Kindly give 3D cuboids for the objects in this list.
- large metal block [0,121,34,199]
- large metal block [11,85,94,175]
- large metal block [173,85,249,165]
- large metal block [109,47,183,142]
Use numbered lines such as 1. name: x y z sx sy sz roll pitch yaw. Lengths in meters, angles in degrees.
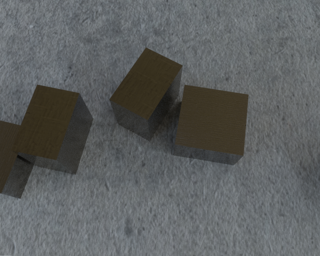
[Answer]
1. large metal block: -0.204 0.035 0.380 0.080 0.050 0.080 13 70 4
2. large metal block: -0.124 0.005 0.375 0.050 0.080 0.080 12 71 4
3. large metal block: 0.064 -0.003 0.397 0.080 0.050 0.080 9 70 3
4. large metal block: -0.015 -0.039 0.393 0.050 0.080 0.080 29 72 9
